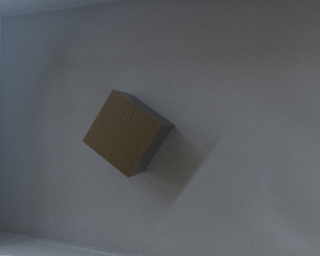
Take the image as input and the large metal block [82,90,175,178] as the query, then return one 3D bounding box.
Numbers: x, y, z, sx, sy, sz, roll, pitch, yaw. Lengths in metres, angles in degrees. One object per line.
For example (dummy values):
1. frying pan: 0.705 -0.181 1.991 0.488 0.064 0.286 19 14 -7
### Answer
1. large metal block: -0.041 0.006 0.412 0.080 0.050 0.080 36 101 16
